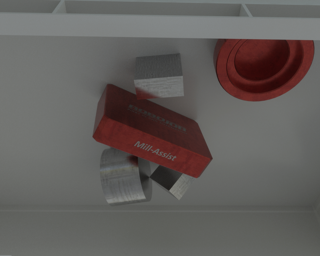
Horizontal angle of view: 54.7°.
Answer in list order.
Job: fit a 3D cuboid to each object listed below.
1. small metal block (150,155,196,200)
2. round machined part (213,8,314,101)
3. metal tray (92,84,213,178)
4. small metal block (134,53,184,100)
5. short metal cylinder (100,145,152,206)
[{"bbox_3d":[0.021,0.066,0.436,0.050,0.050,0.025,-49,124,-13],"label":"small metal block"},{"bbox_3d":[0.106,-0.080,0.332,0.099,0.042,0.097,-1,130,0],"label":"round machined part"},{"bbox_3d":[-0.009,0.002,0.365,0.131,0.090,0.030,23,115,-19],"label":"metal tray"},{"bbox_3d":[-0.001,-0.058,0.343,0.050,0.050,0.025,-4,130,3],"label":"small metal block"},{"bbox_3d":[-0.044,0.064,0.427,0.050,0.080,0.080,-10,130,8],"label":"short metal cylinder"}]
